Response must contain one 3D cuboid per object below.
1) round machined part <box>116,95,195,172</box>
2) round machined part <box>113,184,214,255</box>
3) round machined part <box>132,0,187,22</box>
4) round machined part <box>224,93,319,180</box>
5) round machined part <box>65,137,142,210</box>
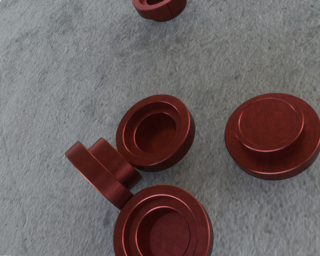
[{"bbox_3d":[-0.002,0.010,0.387,0.098,0.042,0.098,-13,56,20],"label":"round machined part"},{"bbox_3d":[0.006,0.111,0.316,0.098,0.042,0.098,-8,63,17],"label":"round machined part"},{"bbox_3d":[0.006,-0.219,0.522,0.098,0.042,0.098,-13,56,20],"label":"round machined part"},{"bbox_3d":[0.117,0.003,0.330,0.098,0.042,0.098,-13,56,20],"label":"round machined part"},{"bbox_3d":[-0.059,0.049,0.357,0.042,0.098,0.098,-45,51,-12],"label":"round machined part"}]
